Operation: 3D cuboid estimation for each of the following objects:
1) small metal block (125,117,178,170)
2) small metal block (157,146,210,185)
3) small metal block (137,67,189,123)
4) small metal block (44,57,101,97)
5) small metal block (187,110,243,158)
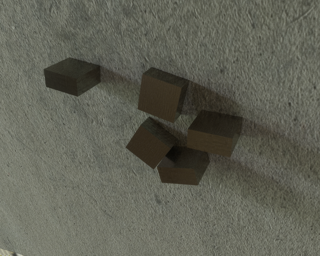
[{"bbox_3d":[-0.012,0.021,0.426,0.050,0.025,0.050,38,129,2],"label":"small metal block"},{"bbox_3d":[0.032,0.048,0.404,0.050,0.050,0.025,-1,118,28],"label":"small metal block"},{"bbox_3d":[0.003,-0.040,0.380,0.050,0.025,0.050,22,127,15],"label":"small metal block"},{"bbox_3d":[-0.114,-0.069,0.409,0.050,0.050,0.025,18,125,18],"label":"small metal block"},{"bbox_3d":[0.064,0.005,0.360,0.050,0.050,0.025,12,124,21],"label":"small metal block"}]
